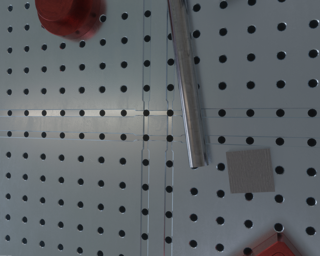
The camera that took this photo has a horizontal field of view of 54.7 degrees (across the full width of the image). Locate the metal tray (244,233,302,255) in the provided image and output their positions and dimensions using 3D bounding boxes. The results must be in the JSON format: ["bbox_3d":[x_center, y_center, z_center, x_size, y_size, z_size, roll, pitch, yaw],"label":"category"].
[{"bbox_3d":[0.121,0.200,0.366,0.130,0.030,0.090,-42,77,15],"label":"metal tray"}]

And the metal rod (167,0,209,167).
[{"bbox_3d":[0.030,-0.099,0.401,0.025,0.025,0.298,-8,87,20],"label":"metal rod"}]

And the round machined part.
[{"bbox_3d":[-0.142,-0.185,0.454,0.098,0.042,0.097,0,90,20],"label":"round machined part"}]

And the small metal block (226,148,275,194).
[{"bbox_3d":[0.109,0.051,0.374,0.050,0.025,0.050,-7,88,19],"label":"small metal block"}]
